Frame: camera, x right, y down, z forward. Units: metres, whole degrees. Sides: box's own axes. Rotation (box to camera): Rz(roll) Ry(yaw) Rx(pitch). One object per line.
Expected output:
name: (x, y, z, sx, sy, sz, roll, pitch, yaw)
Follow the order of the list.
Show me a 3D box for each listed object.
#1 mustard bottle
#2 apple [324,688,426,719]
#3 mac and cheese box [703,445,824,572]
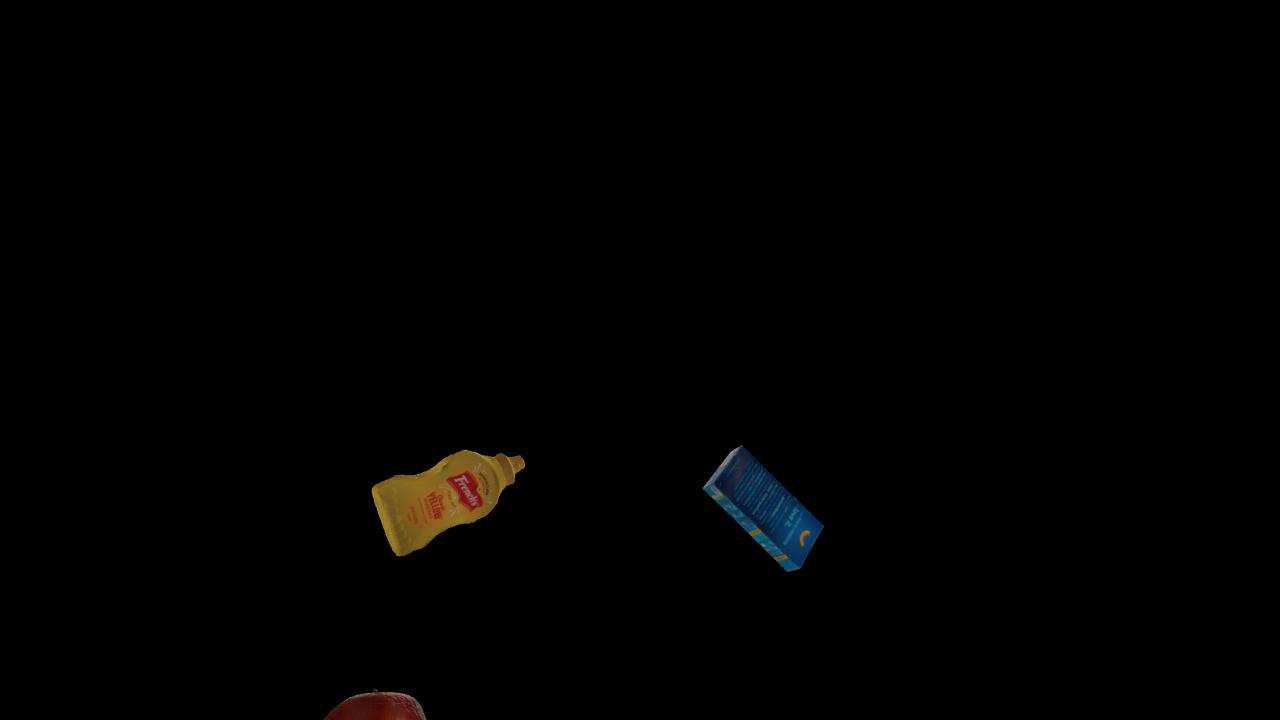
mustard bottle: (-0.227, 0.161, 0.766, 0.184, 0.092, 0.054, -21, 5, -33)
apple: (-0.184, 0.273, 0.417, 0.079, 0.079, 0.093, 0, 42, -15)
mac and cheese box: (0.193, 0.230, 0.960, 0.093, 0.184, 0.041, -44, -1, -37)
